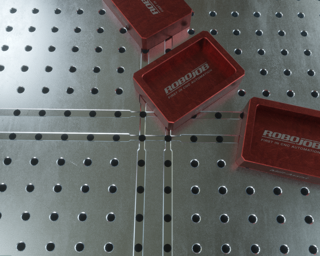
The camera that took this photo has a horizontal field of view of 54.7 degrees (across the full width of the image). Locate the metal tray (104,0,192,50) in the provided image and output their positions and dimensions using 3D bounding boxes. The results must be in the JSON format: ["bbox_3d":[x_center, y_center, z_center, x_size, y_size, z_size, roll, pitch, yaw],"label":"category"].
[{"bbox_3d":[-0.024,-0.193,0.480,0.090,0.030,0.130,-33,74,-12],"label":"metal tray"}]

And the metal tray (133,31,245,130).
[{"bbox_3d":[0.040,-0.069,0.434,0.131,0.030,0.090,-34,74,-12],"label":"metal tray"}]

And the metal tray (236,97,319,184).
[{"bbox_3d":[0.173,0.017,0.404,0.131,0.030,0.090,13,70,4],"label":"metal tray"}]
